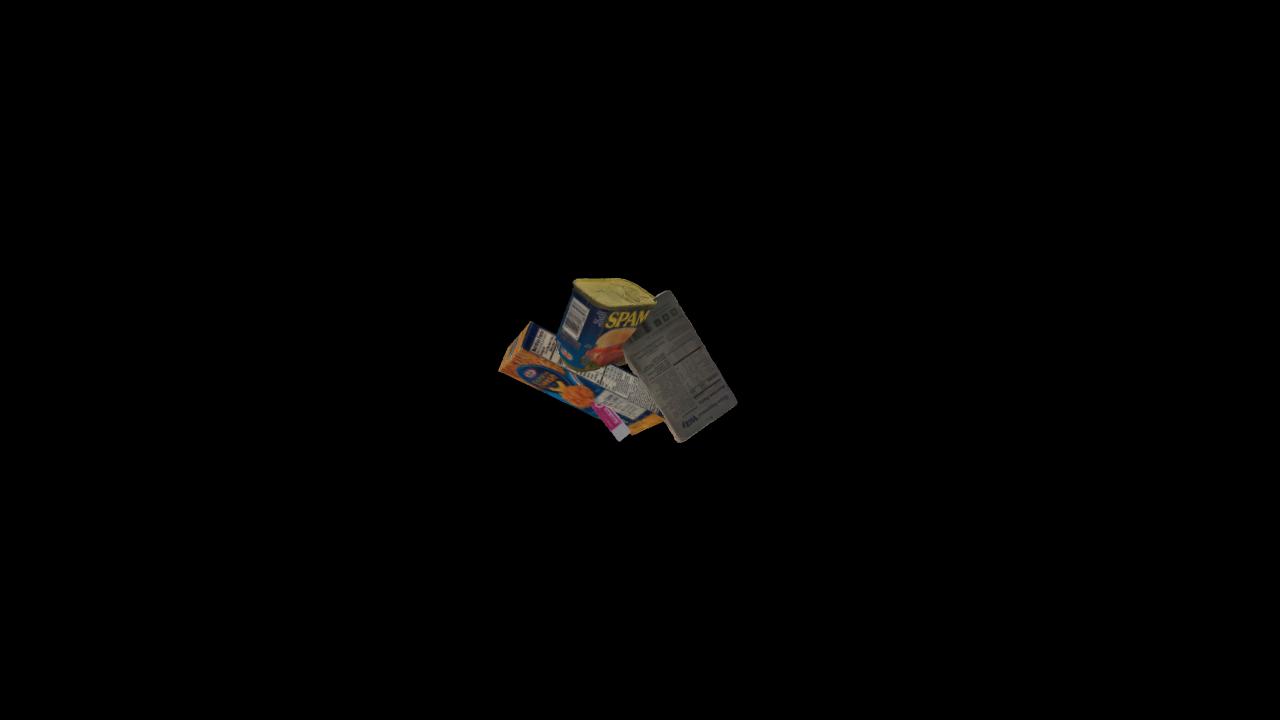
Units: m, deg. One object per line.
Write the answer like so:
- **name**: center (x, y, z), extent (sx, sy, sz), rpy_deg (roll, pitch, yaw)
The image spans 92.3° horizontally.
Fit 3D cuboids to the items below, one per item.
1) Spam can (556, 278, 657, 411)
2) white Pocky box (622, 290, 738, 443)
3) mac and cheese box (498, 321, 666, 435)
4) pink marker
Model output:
- **Spam can**: center (-0.040, -0.039, 0.670), extent (0.058, 0.085, 0.101), rpy_deg (39, 28, 29)
- **white Pocky box**: center (0.037, 0.007, 0.693), extent (0.084, 0.154, 0.028), rpy_deg (-33, 7, -11)
- **mac and cheese box**: center (-0.062, 0.026, 0.704), extent (0.184, 0.041, 0.093), rpy_deg (27, -26, -17)
- **pink marker**: center (-0.054, 0.041, 0.704), extent (0.020, 0.121, 0.020), rpy_deg (-39, -4, -3)
